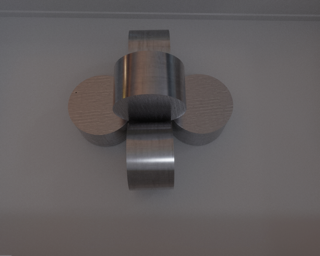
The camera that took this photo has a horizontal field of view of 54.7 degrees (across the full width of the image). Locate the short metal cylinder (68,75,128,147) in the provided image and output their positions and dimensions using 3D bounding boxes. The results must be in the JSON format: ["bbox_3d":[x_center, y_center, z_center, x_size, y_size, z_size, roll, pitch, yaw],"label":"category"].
[{"bbox_3d":[-0.072,-0.021,0.401,0.081,0.050,0.080,0,70,0],"label":"short metal cylinder"}]

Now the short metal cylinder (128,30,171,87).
[{"bbox_3d":[-0.013,-0.088,0.410,0.050,0.080,0.080,-2,70,-1],"label":"short metal cylinder"}]

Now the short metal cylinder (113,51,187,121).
[{"bbox_3d":[-0.012,-0.043,0.347,0.081,0.080,0.050,-1,70,-1],"label":"short metal cylinder"}]

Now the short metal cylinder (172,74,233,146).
[{"bbox_3d":[0.049,-0.022,0.402,0.081,0.050,0.080,0,70,0],"label":"short metal cylinder"}]

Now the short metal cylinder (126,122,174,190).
[{"bbox_3d":[-0.011,0.033,0.366,0.050,0.080,0.080,-2,70,-1],"label":"short metal cylinder"}]
